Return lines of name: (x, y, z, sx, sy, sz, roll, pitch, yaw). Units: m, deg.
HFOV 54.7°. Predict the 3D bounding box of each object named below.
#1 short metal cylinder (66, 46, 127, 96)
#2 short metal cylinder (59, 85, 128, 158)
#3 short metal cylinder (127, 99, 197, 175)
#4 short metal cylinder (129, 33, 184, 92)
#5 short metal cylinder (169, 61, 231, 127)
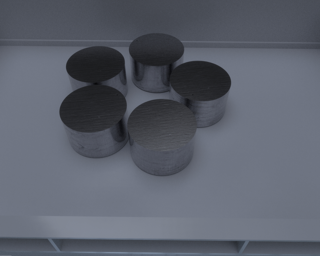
short metal cylinder: (-0.089, -0.074, 0.447, 0.080, 0.050, 0.080, 0, 50, 0)
short metal cylinder: (-0.080, -0.009, 0.393, 0.080, 0.050, 0.080, 0, 50, 0)
short metal cylinder: (0.003, 0.010, 0.377, 0.080, 0.050, 0.080, 0, 50, 0)
short metal cylinder: (-0.005, -0.100, 0.470, 0.080, 0.050, 0.080, 0, 50, 0)
short metal cylinder: (0.053, -0.048, 0.426, 0.080, 0.050, 0.080, 0, 50, 0)
